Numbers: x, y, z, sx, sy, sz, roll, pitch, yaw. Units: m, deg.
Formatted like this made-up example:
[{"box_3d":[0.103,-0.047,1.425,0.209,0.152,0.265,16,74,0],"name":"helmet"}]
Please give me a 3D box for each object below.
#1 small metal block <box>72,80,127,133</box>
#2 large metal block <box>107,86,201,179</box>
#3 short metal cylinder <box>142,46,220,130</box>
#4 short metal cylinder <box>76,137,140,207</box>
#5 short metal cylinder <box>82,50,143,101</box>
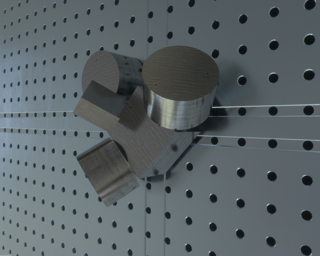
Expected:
[{"box_3d":[-0.073,-0.028,0.384,0.025,0.050,0.050,-53,16,29],"name":"small metal block"},{"box_3d":[-0.010,0.005,0.394,0.080,0.050,0.080,52,120,27],"name":"large metal block"},{"box_3d":[0.021,-0.045,0.342,0.080,0.081,0.050,51,158,28],"name":"short metal cylinder"},{"box_3d":[-0.070,0.059,0.419,0.050,0.080,0.080,-32,70,-13],"name":"short metal cylinder"},{"box_3d":[-0.067,-0.066,0.444,0.080,0.050,0.079,0,90,40],"name":"short metal cylinder"}]
